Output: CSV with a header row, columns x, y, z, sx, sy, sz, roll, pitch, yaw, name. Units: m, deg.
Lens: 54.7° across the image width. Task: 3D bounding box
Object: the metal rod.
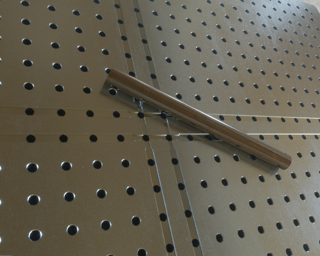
x,y,z,sx,sy,sz,roll,pitch,yaw,name
0.064,-0.009,0.449,0.301,0.025,0.025,25,53,-13,metal rod
